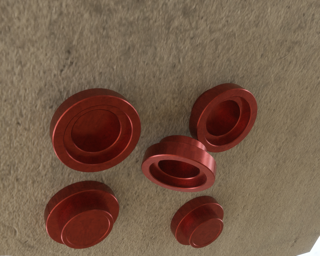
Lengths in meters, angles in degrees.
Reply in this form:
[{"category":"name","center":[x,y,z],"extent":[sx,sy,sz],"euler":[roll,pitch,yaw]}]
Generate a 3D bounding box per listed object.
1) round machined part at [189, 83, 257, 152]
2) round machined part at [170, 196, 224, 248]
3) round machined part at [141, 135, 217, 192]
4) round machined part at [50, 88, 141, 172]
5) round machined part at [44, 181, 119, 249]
[{"category":"round machined part","center":[0.083,-0.018,0.432],"extent":[0.099,0.042,0.097],"euler":[-14,124,-21]},{"category":"round machined part","center":[0.071,0.171,0.543],"extent":[0.099,0.042,0.097],"euler":[-14,125,-21]},{"category":"round machined part","center":[0.027,0.046,0.419],"extent":[0.099,0.042,0.097],"euler":[9,144,7]},{"category":"round machined part","center":[-0.075,-0.001,0.355],"extent":[0.099,0.042,0.097],"euler":[-14,125,-21]},{"category":"round machined part","center":[-0.102,0.123,0.417],"extent":[0.099,0.042,0.097],"euler":[-14,125,-21]}]
